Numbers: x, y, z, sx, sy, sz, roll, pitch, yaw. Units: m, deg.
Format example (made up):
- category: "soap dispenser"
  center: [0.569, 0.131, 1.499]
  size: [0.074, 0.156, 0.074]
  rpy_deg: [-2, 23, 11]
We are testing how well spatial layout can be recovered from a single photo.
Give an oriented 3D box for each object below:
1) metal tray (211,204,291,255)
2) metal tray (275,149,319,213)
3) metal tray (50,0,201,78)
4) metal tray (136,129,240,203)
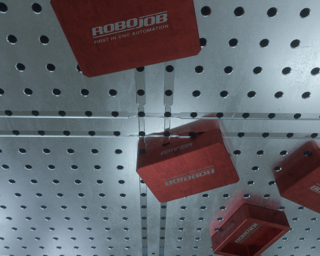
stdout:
- category: "metal tray"
  center: [0.166, 0.199, 0.580]
  size: [0.091, 0.030, 0.129]
  rpy_deg: [17, 128, -14]
- category: "metal tray"
  center: [0.264, 0.093, 0.491]
  size: [0.131, 0.030, 0.090]
  rpy_deg: [25, 126, -21]
- category: "metal tray"
  center: [-0.030, -0.108, 0.316]
  size: [0.131, 0.030, 0.090]
  rpy_deg: [-10, 130, 8]
- category: "metal tray"
  center: [0.042, 0.060, 0.460]
  size: [0.130, 0.030, 0.090]
  rpy_deg: [-19, 128, 15]
